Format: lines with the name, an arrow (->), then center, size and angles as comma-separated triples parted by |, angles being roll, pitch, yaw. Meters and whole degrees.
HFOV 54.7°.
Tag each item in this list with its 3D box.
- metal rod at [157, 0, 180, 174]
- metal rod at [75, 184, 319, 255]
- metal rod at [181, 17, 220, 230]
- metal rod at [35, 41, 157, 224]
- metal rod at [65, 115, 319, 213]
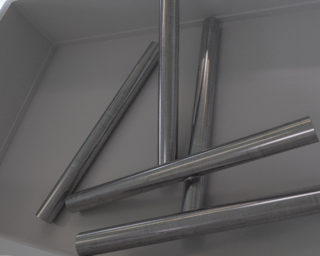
metal rod -> 0.011, -0.093, 0.377 | 0.025, 0.025, 0.298 | -1, 87, 28
metal rod -> 0.062, 0.085, 0.295 | 0.301, 0.025, 0.025 | -14, 56, 10
metal rod -> 0.054, -0.025, 0.392 | 0.025, 0.025, 0.300 | -5, 59, 26
metal rod -> -0.079, -0.003, 0.449 | 0.025, 0.025, 0.300 | 21, 73, 36
metal rod -> 0.011, 0.050, 0.340 | 0.300, 0.025, 0.025 | -21, 53, 26
